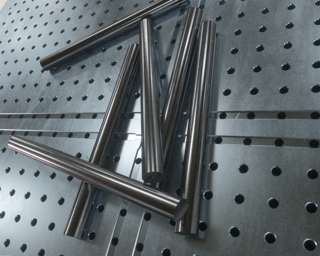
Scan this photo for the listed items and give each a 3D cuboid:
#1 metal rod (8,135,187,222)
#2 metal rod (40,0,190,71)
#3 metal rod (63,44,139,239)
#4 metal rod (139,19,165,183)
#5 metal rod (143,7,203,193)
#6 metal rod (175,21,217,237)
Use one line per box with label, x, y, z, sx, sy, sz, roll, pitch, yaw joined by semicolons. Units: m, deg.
metal rod;-0.101;0.053;0.396;0.300;0.025;0.025;14;69;33
metal rod;-0.090;-0.175;0.564;0.300;0.025;0.025;-21;54;15
metal rod;-0.074;0.003;0.446;0.025;0.025;0.300;0;62;28
metal rod;-0.015;-0.061;0.433;0.025;0.025;0.300;-19;48;17
metal rod;0.023;-0.050;0.427;0.025;0.025;0.300;0;61;28
metal rod;0.050;-0.020;0.394;0.025;0.025;0.300;-5;59;26
